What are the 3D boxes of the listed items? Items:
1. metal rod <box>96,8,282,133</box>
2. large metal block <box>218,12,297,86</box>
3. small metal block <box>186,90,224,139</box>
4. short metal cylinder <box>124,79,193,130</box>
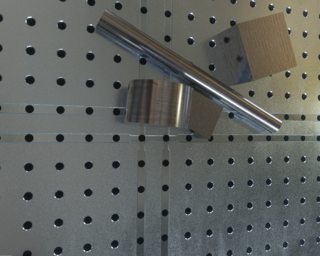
[{"bbox_3d":[0.053,-0.071,0.433,0.301,0.025,0.025,28,81,-18],"label":"metal rod"},{"bbox_3d":[0.142,-0.115,0.453,0.081,0.050,0.080,-20,97,-19],"label":"large metal block"},{"bbox_3d":[0.053,-0.018,0.434,0.050,0.025,0.050,27,81,-18],"label":"small metal block"},{"bbox_3d":[-0.001,-0.027,0.384,0.081,0.080,0.050,7,88,-20],"label":"short metal cylinder"}]
